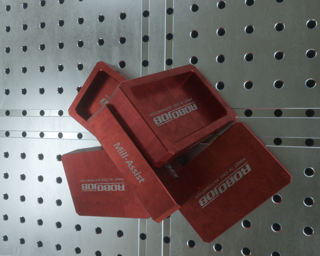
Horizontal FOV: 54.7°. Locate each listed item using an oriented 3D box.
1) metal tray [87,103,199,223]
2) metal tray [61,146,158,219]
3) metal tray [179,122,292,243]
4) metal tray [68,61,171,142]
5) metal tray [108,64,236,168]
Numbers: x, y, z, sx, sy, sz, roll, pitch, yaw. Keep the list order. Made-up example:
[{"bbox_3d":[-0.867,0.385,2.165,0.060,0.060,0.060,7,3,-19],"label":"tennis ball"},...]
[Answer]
[{"bbox_3d":[-0.015,0.034,0.350,0.030,0.090,0.130,-40,78,15],"label":"metal tray"},{"bbox_3d":[-0.066,0.069,0.407,0.130,0.030,0.089,-9,98,34],"label":"metal tray"},{"bbox_3d":[0.079,0.065,0.380,0.130,0.030,0.090,-43,77,14],"label":"metal tray"},{"bbox_3d":[-0.054,-0.020,0.427,0.130,0.030,0.090,38,102,15],"label":"metal tray"},{"bbox_3d":[0.019,-0.021,0.350,0.090,0.131,0.030,53,134,12],"label":"metal tray"}]
